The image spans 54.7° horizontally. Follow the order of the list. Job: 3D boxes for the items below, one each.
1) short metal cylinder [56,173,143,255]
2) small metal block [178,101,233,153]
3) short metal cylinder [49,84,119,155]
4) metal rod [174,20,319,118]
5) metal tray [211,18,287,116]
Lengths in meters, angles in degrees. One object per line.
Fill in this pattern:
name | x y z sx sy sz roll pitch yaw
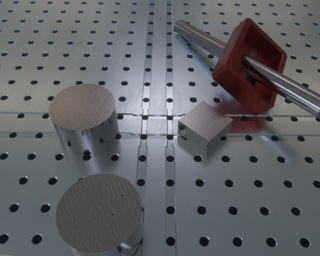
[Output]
short metal cylinder | -0.058 0.093 0.313 0.081 0.050 0.080 0 50 0
small metal block | 0.059 -0.002 0.410 0.050 0.025 0.050 36 59 26
short metal cylinder | -0.096 -0.012 0.401 0.081 0.050 0.080 0 50 0
metal rod | 0.117 -0.104 0.468 0.025 0.025 0.300 -27 47 -21
metal tray | 0.135 -0.092 0.453 0.090 0.030 0.130 39 53 -13
